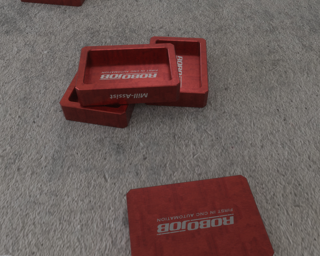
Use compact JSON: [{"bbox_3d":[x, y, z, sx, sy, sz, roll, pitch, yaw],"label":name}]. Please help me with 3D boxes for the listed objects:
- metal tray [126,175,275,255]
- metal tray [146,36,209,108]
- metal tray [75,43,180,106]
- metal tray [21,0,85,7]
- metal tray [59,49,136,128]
[{"bbox_3d":[0.035,0.101,0.315,0.131,0.030,0.090,-6,50,-6],"label":"metal tray"},{"bbox_3d":[0.026,-0.089,0.474,0.091,0.030,0.130,3,50,2],"label":"metal tray"},{"bbox_3d":[-0.042,-0.075,0.422,0.131,0.030,0.090,-3,50,-3],"label":"metal tray"},{"bbox_3d":[-0.217,-0.294,0.646,0.131,0.030,0.090,7,50,5],"label":"metal tray"},{"bbox_3d":[-0.077,-0.063,0.451,0.090,0.030,0.130,9,50,7],"label":"metal tray"}]
